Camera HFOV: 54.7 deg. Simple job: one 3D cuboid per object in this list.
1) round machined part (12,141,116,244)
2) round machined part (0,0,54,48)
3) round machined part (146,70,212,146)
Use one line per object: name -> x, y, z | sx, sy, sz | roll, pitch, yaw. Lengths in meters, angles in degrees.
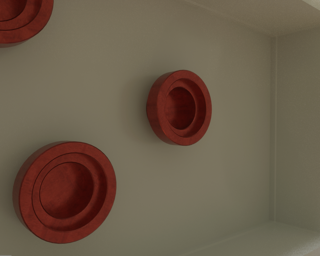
round machined part -> -0.097, 0.062, 0.314 | 0.099, 0.042, 0.097 | 0, 90, -40
round machined part -> -0.149, -0.119, 0.270 | 0.099, 0.042, 0.097 | 0, 90, -40
round machined part -> 0.021, -0.026, 0.413 | 0.099, 0.042, 0.097 | 0, 90, -40
